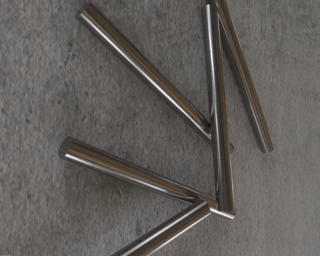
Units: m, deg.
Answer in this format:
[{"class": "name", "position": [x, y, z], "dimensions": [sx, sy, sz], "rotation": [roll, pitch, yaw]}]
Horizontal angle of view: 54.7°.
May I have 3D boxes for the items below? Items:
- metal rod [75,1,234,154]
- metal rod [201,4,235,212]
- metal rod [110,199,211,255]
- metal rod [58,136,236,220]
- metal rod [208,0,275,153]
[{"class": "metal rod", "position": [0.012, -0.046, 0.416], "dimensions": [0.301, 0.025, 0.025], "rotation": [41, 65, -33]}, {"class": "metal rod", "position": [0.083, -0.034, 0.449], "dimensions": [0.025, 0.025, 0.298], "rotation": [4, 79, -40]}, {"class": "metal rod", "position": [-0.056, 0.158, 0.345], "dimensions": [0.302, 0.025, 0.025], "rotation": [-22, 104, -34]}, {"class": "metal rod", "position": [0.007, 0.078, 0.412], "dimensions": [0.301, 0.025, 0.025], "rotation": [29, 72, -37]}, {"class": "metal rod", "position": [0.140, -0.087, 0.525], "dimensions": [0.025, 0.025, 0.299], "rotation": [-39, 114, -33]}]
